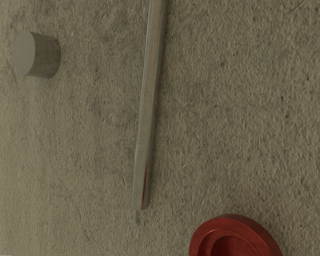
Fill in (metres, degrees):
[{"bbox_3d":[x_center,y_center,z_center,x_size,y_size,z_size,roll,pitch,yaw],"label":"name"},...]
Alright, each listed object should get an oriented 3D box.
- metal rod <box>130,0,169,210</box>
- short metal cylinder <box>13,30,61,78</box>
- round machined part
[{"bbox_3d":[-0.014,-0.039,0.414,0.025,0.025,0.298,10,96,39],"label":"metal rod"},{"bbox_3d":[-0.228,-0.134,0.573,0.080,0.050,0.079,0,90,39],"label":"short metal cylinder"},{"bbox_3d":[0.083,0.139,0.325,0.098,0.042,0.097,0,90,39],"label":"round machined part"}]
